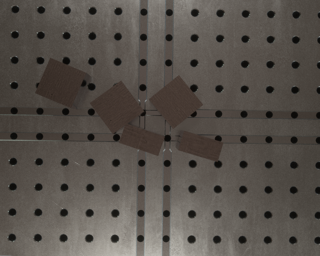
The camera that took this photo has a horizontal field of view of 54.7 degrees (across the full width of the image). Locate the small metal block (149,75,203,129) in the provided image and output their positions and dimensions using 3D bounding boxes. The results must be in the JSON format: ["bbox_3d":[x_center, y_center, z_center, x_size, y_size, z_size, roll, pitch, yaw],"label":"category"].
[{"bbox_3d":[0.021,-0.034,0.414,0.050,0.025,0.050,-39,91,0],"label":"small metal block"}]

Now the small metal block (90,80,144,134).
[{"bbox_3d":[-0.056,-0.027,0.413,0.050,0.025,0.050,-36,90,0],"label":"small metal block"}]

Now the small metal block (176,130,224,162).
[{"bbox_3d":[0.050,0.022,0.402,0.050,0.050,0.025,17,90,-1],"label":"small metal block"}]

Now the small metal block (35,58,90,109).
[{"bbox_3d":[-0.128,-0.058,0.412,0.050,0.025,0.050,23,90,-1],"label":"small metal block"}]

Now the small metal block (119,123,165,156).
[{"bbox_3d":[-0.022,0.014,0.401,0.050,0.050,0.025,19,90,-1],"label":"small metal block"}]
